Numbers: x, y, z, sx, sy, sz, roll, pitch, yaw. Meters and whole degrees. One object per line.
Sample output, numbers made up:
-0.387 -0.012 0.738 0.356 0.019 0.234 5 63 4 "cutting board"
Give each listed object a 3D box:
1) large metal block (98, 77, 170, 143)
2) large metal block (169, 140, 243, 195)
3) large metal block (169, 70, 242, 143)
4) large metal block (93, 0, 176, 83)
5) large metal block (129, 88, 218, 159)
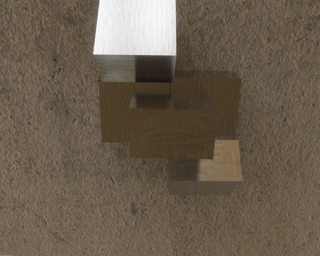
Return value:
-0.030 -0.028 0.385 0.081 0.050 0.079 1 110 -1 "large metal block"
0.053 0.053 0.395 0.081 0.080 0.050 0 66 -1 "large metal block"
0.051 -0.028 0.386 0.081 0.050 0.079 1 110 -1 "large metal block"
-0.024 -0.098 0.339 0.081 0.050 0.080 1 66 0 "large metal block"
0.011 -0.008 0.326 0.081 0.080 0.050 1 110 -1 "large metal block"
